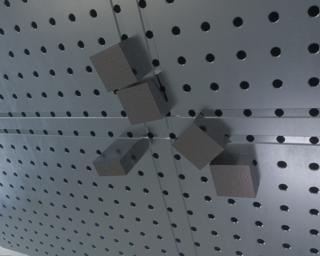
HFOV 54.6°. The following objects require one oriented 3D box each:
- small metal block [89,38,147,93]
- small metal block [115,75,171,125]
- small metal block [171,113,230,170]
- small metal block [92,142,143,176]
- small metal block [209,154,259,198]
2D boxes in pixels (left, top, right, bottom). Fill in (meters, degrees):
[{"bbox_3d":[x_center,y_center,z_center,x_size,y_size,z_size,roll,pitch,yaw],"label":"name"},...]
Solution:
[{"bbox_3d":[-0.053,-0.078,0.391,0.050,0.025,0.050,-14,111,34],"label":"small metal block"},{"bbox_3d":[-0.022,-0.035,0.402,0.050,0.025,0.050,-11,113,33],"label":"small metal block"},{"bbox_3d":[0.051,0.018,0.396,0.050,0.025,0.050,41,129,0],"label":"small metal block"},{"bbox_3d":[-0.061,0.046,0.456,0.050,0.050,0.025,-7,115,31],"label":"small metal block"},{"bbox_3d":[0.096,0.061,0.399,0.050,0.025,0.050,-4,117,30],"label":"small metal block"}]
